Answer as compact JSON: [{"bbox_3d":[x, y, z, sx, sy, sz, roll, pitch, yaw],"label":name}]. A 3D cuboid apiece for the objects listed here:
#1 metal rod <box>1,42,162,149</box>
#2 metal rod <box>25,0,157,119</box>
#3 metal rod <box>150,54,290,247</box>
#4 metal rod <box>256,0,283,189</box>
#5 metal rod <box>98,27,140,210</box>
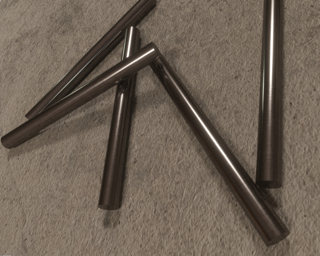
[{"bbox_3d":[-0.131,-0.042,0.474,0.300,0.025,0.025,-28,52,18],"label":"metal rod"},{"bbox_3d":[-0.117,-0.123,0.537,0.300,0.025,0.025,-47,52,-6],"label":"metal rod"},{"bbox_3d":[0.051,-0.001,0.376,0.025,0.025,0.300,-34,52,6],"label":"metal rod"},{"bbox_3d":[0.136,-0.074,0.377,0.025,0.025,0.299,-3,60,26],"label":"metal rod"},{"bbox_3d":[-0.054,-0.033,0.450,0.025,0.025,0.299,-10,57,22],"label":"metal rod"}]
